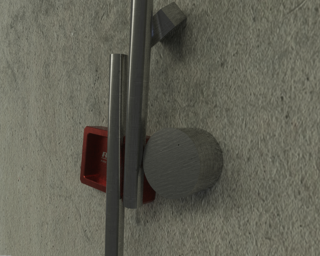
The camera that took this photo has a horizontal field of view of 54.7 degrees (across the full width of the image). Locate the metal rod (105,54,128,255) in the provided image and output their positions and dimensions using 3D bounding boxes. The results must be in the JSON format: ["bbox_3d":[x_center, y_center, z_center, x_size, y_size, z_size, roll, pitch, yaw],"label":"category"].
[{"bbox_3d":[-0.058,0.054,0.410,0.025,0.025,0.298,3,92,39],"label":"metal rod"}]

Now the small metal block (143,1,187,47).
[{"bbox_3d":[0.000,-0.125,0.383,0.050,0.050,0.025,-34,103,34],"label":"small metal block"}]

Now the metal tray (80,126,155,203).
[{"bbox_3d":[-0.062,0.049,0.450,0.130,0.030,0.089,10,97,39],"label":"metal tray"}]

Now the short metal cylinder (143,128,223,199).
[{"bbox_3d":[0.027,0.039,0.365,0.080,0.050,0.079,0,90,39],"label":"short metal cylinder"}]

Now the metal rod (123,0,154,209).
[{"bbox_3d":[-0.025,-0.049,0.362,0.025,0.025,0.298,13,105,39],"label":"metal rod"}]
